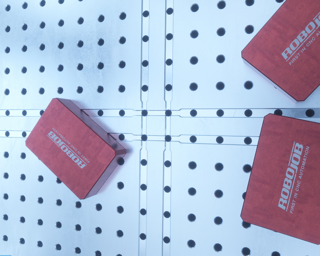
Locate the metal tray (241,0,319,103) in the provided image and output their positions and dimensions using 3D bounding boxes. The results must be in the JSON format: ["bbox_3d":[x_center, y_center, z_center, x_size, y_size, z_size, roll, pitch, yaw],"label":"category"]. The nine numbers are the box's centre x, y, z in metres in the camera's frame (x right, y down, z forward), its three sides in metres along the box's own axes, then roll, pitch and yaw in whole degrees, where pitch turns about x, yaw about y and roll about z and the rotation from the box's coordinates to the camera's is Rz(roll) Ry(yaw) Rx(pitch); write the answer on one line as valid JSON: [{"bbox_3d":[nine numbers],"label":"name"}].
[{"bbox_3d":[0.169,-0.104,0.350,0.090,0.030,0.130,44,103,14],"label":"metal tray"}]

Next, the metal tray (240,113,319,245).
[{"bbox_3d":[0.153,0.055,0.356,0.090,0.030,0.129,14,94,19],"label":"metal tray"}]

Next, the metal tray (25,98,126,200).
[{"bbox_3d":[-0.126,0.028,0.453,0.130,0.030,0.090,40,102,15],"label":"metal tray"}]
